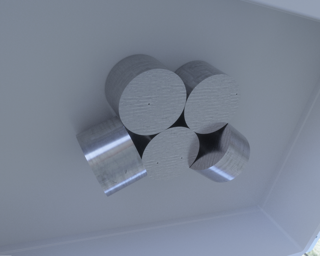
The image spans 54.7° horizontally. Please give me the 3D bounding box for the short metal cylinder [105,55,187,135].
[{"bbox_3d":[-0.017,-0.038,0.357,0.081,0.050,0.079,-14,124,-21],"label":"short metal cylinder"}]

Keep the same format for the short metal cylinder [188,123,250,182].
[{"bbox_3d":[0.076,0.030,0.430,0.050,0.080,0.080,34,99,-38],"label":"short metal cylinder"}]

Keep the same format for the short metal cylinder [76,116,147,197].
[{"bbox_3d":[-0.056,0.032,0.360,0.050,0.080,0.080,-27,128,-11],"label":"short metal cylinder"}]

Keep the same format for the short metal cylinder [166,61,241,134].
[{"bbox_3d":[0.054,-0.039,0.396,0.081,0.050,0.079,-14,124,-21],"label":"short metal cylinder"}]

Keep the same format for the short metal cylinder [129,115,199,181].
[{"bbox_3d":[0.004,0.021,0.406,0.081,0.050,0.079,-14,124,-21],"label":"short metal cylinder"}]
